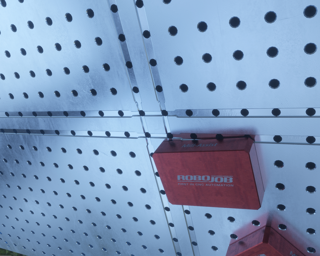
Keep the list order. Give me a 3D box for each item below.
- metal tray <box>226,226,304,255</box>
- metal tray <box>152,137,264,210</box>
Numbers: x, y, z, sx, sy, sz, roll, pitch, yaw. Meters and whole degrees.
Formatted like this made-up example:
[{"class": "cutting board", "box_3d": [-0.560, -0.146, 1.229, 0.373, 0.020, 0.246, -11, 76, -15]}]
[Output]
[{"class": "metal tray", "box_3d": [0.171, 0.209, 0.446, 0.130, 0.030, 0.089, 40, 129, 0]}, {"class": "metal tray", "box_3d": [0.063, 0.061, 0.412, 0.130, 0.030, 0.090, -4, 117, 30]}]
